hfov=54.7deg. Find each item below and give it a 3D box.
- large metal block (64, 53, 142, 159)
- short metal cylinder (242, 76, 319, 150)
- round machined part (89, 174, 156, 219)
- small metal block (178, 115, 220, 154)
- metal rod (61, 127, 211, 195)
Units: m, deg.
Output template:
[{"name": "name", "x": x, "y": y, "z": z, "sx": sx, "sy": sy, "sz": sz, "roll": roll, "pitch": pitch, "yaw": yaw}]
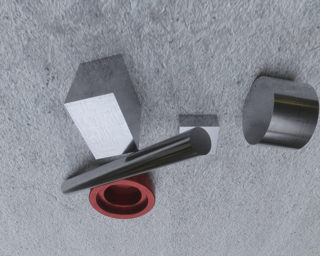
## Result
[{"name": "large metal block", "x": -0.058, "y": -0.025, "z": 0.349, "sx": 0.050, "sy": 0.080, "sz": 0.080, "roll": -12, "pitch": 129, "yaw": 9}, {"name": "short metal cylinder", "x": 0.136, "y": -0.017, "z": 0.359, "sx": 0.050, "sy": 0.080, "sz": 0.079, "roll": 8, "pitch": 130, "yaw": -7}, {"name": "round machined part", "x": -0.056, "y": 0.095, "z": 0.476, "sx": 0.099, "sy": 0.042, "sz": 0.097, "roll": -1, "pitch": 130, "yaw": 0}, {"name": "small metal block", "x": 0.050, "y": 0.009, "z": 0.416, "sx": 0.050, "sy": 0.025, "sz": 0.050, "roll": 0, "pitch": 130, "yaw": 0}, {"name": "metal rod", "x": -0.055, "y": 0.052, "z": 0.375, "sx": 0.025, "sy": 0.025, "sz": 0.299, "roll": 33, "pitch": 146, "yaw": -25}]
